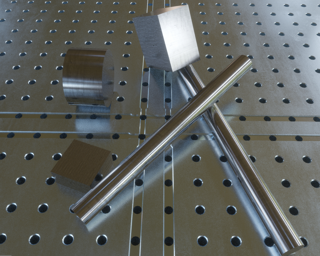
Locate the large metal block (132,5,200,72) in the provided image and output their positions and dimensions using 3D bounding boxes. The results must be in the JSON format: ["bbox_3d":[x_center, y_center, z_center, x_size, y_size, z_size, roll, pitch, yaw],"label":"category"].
[{"bbox_3d":[0.009,-0.135,0.467,0.050,0.080,0.080,-27,27,-21],"label":"large metal block"}]

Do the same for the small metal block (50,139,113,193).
[{"bbox_3d":[-0.091,0.046,0.368,0.050,0.025,0.050,17,52,13],"label":"small metal block"}]

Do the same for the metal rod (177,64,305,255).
[{"bbox_3d":[0.084,0.013,0.398,0.025,0.025,0.299,-14,52,-12],"label":"metal rod"}]

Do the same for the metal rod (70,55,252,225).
[{"bbox_3d":[0.017,0.000,0.384,0.025,0.025,0.301,37,65,26],"label":"metal rod"}]

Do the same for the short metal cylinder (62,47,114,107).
[{"bbox_3d":[-0.096,-0.070,0.429,0.050,0.080,0.080,3,50,2],"label":"short metal cylinder"}]
